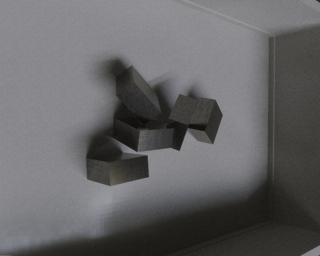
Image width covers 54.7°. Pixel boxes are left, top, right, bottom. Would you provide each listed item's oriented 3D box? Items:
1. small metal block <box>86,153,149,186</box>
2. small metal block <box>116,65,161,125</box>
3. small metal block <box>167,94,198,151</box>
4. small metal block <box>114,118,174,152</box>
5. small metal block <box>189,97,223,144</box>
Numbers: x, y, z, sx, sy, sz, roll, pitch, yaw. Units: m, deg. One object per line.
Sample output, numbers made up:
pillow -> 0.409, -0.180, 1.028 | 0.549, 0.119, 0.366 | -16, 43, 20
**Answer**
small metal block -> -0.048, 0.045, 0.351 | 0.050, 0.050, 0.025 | -6, 94, -40
small metal block -> -0.026, -0.040, 0.368 | 0.025, 0.050, 0.050 | -35, 121, 14
small metal block -> 0.025, -0.007, 0.403 | 0.050, 0.025, 0.050 | 104, 8, -46
small metal block -> -0.020, 0.006, 0.372 | 0.050, 0.050, 0.025 | -4, 109, -40
small metal block -> 0.068, -0.010, 0.455 | 0.050, 0.025, 0.050 | 47, 59, -57
